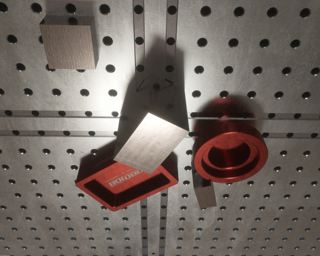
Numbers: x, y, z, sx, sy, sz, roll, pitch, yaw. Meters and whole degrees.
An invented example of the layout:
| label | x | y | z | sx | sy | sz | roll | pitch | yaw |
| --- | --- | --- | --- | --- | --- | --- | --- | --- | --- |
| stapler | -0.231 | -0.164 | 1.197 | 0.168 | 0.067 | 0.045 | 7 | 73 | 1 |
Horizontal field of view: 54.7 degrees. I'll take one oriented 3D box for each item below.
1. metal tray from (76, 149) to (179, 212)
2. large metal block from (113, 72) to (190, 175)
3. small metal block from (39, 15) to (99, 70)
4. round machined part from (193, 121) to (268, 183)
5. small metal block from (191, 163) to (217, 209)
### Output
| label | x | y | z | sx | sy | sz | roll | pitch | yaw |
| --- | --- | --- | --- | --- | --- | --- | --- | --- | --- |
| metal tray | -0.049 | 0.073 | 0.469 | 0.130 | 0.030 | 0.090 | -29 | 125 | 22 |
| large metal block | -0.011 | -0.005 | 0.371 | 0.050 | 0.080 | 0.080 | 25 | 126 | -20 |
| small metal block | -0.095 | -0.091 | 0.333 | 0.050 | 0.025 | 0.050 | 1 | 130 | -1 |
| round machined part | 0.093 | 0.029 | 0.427 | 0.099 | 0.042 | 0.097 | -1 | 130 | 0 |
| small metal block | 0.066 | 0.085 | 0.469 | 0.025 | 0.050 | 0.050 | -12 | 129 | 10 |
